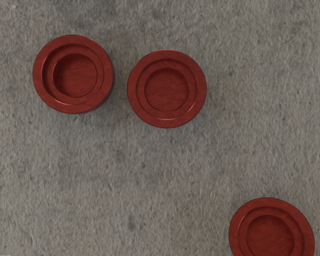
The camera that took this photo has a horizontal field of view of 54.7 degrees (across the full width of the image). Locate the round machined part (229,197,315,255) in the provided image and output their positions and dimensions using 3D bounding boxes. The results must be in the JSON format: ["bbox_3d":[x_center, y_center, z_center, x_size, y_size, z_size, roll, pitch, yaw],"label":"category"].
[{"bbox_3d":[0.137,0.140,0.390,0.098,0.042,0.098,-6,64,12],"label":"round machined part"}]

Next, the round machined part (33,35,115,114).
[{"bbox_3d":[-0.107,-0.066,0.400,0.099,0.042,0.097,0,90,-1],"label":"round machined part"}]

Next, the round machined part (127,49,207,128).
[{"bbox_3d":[0.008,-0.048,0.402,0.099,0.042,0.097,0,90,-1],"label":"round machined part"}]
